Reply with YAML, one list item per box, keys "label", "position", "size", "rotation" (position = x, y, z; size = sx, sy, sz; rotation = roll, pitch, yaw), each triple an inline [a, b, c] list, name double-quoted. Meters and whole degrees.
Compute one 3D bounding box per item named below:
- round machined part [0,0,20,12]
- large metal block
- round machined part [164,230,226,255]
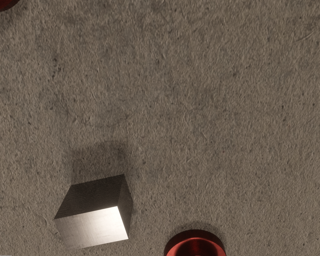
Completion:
- label: "round machined part"
  position: [-0.200, -0.176, 0.333]
  size: [0.099, 0.042, 0.097]
  rotation: [0, 110, -1]
- label: "large metal block"
  position: [-0.085, 0.111, 0.420]
  size: [0.080, 0.080, 0.050]
  rotation: [-13, 110, 4]
- label: "round machined part"
  position: [0.055, 0.210, 0.479]
  size: [0.099, 0.042, 0.097]
  rotation: [0, 110, -1]
